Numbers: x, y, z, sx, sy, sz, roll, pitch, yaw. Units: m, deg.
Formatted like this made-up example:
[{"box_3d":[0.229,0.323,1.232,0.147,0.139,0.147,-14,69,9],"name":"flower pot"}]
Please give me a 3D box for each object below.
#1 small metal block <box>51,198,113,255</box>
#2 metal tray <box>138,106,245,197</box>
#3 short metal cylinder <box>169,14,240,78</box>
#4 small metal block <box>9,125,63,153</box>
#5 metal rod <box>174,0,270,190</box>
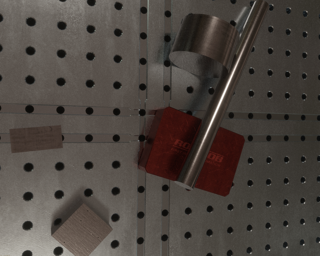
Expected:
[{"box_3d":[-0.095,0.124,0.378,0.050,0.025,0.050,-46,105,-14],"name":"small metal block"},{"box_3d":[0.046,0.034,0.428,0.131,0.030,0.090,20,83,-19],"name":"metal tray"},{"box_3d":[0.058,-0.105,0.406,0.080,0.080,0.050,21,83,-19],"name":"short metal cylinder"},{"box_3d":[-0.138,0.011,0.349,0.050,0.050,0.025,-5,92,-20],"name":"small metal block"},{"box_3d":[0.092,-0.058,0.424,0.025,0.025,0.300,32,71,-18],"name":"metal rod"}]
